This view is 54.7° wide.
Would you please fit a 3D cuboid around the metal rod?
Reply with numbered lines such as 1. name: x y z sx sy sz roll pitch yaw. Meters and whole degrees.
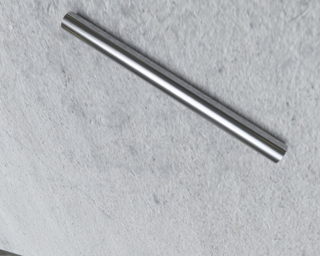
1. metal rod: 0.012 -0.051 0.367 0.301 0.025 0.025 33 129 6
